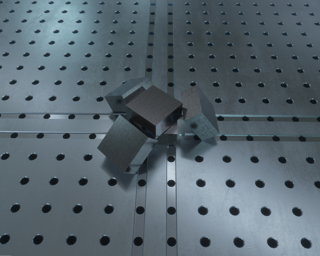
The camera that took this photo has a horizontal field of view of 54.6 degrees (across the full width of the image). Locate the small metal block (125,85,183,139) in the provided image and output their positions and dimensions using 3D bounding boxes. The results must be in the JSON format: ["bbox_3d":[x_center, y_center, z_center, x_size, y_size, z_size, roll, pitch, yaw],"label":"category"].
[{"bbox_3d":[-0.007,-0.021,0.393,0.050,0.025,0.050,34,57,25],"label":"small metal block"}]

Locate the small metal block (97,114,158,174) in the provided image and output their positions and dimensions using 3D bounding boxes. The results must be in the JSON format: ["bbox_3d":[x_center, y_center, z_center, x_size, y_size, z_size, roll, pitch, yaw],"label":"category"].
[{"bbox_3d":[-0.039,0.020,0.374,0.050,0.025,0.050,37,96,27],"label":"small metal block"}]

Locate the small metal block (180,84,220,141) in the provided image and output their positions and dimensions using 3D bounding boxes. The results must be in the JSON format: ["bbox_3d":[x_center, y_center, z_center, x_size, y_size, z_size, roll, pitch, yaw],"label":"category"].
[{"bbox_3d":[0.052,-0.019,0.405,0.025,0.050,0.050,-24,46,23],"label":"small metal block"}]

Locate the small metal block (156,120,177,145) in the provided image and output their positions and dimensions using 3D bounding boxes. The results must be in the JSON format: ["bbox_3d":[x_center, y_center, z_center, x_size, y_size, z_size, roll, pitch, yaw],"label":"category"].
[{"bbox_3d":[-0.003,-0.005,0.412,0.050,0.025,0.050,1,53,1],"label":"small metal block"}]

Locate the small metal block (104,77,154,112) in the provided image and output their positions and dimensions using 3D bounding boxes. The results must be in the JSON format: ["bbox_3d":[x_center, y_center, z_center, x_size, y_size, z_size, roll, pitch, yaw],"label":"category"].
[{"bbox_3d":[-0.041,-0.046,0.431,0.050,0.025,0.050,-39,24,-28],"label":"small metal block"}]
